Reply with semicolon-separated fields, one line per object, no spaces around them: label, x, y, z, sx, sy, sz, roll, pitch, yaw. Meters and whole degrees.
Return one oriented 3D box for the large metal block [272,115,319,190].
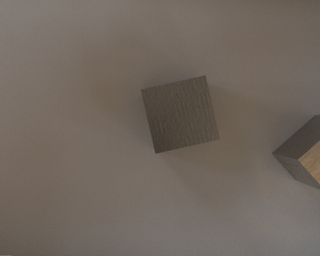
large metal block;0.201;0.027;0.387;0.080;0.080;0.050;-41;91;0

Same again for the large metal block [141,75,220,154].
large metal block;0.025;-0.017;0.399;0.080;0.050;0.080;-13;90;-1
